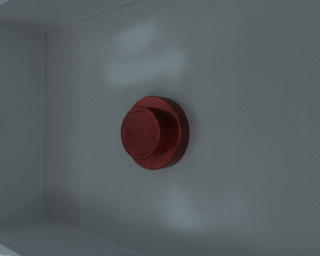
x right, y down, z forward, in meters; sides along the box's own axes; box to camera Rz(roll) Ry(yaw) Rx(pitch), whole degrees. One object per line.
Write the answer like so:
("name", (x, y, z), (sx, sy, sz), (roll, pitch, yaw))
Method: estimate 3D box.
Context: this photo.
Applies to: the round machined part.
("round machined part", (-0.014, 0.007, 0.407), (0.098, 0.042, 0.097), (0, 90, 40))
